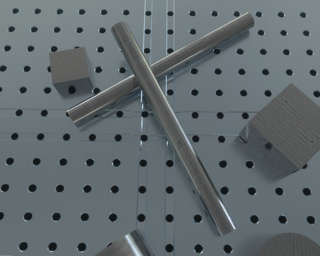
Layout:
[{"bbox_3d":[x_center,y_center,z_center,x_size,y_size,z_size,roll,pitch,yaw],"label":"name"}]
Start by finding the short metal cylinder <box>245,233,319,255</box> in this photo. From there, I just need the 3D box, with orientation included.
[{"bbox_3d":[0.139,0.158,0.341,0.081,0.050,0.080,0,70,0],"label":"short metal cylinder"}]

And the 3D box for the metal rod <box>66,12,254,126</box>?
[{"bbox_3d":[0.008,-0.089,0.443,0.301,0.025,0.025,-31,73,-11],"label":"metal rod"}]

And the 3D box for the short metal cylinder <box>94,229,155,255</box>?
[{"bbox_3d":[-0.043,0.151,0.327,0.080,0.080,0.050,-31,73,-11],"label":"short metal cylinder"}]

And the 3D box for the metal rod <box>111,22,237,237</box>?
[{"bbox_3d":[0.012,-0.007,0.396,0.025,0.025,0.299,-26,79,-9],"label":"metal rod"}]

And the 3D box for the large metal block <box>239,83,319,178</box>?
[{"bbox_3d":[0.164,0.004,0.398,0.080,0.050,0.080,-40,75,-13],"label":"large metal block"}]

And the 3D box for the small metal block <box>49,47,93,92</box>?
[{"bbox_3d":[-0.126,-0.083,0.441,0.050,0.025,0.050,-11,70,-4],"label":"small metal block"}]
